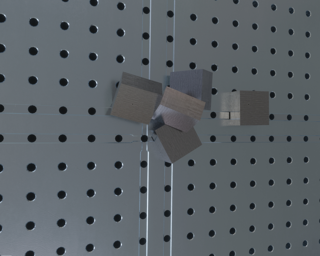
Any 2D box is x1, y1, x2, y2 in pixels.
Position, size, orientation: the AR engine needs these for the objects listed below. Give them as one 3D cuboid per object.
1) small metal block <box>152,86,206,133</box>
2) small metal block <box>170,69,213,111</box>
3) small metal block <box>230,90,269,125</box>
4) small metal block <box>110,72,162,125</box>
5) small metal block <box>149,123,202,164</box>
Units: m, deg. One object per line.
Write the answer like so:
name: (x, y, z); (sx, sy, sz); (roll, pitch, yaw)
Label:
small metal block: (0.021, -0.021, 0.382); (0.050, 0.050, 0.025); (22, 69, -7)
small metal block: (0.040, -0.049, 0.411); (0.025, 0.050, 0.050); (5, 88, -52)
small metal block: (0.133, -0.029, 0.461); (0.050, 0.025, 0.050); (-1, 90, -20)
small metal block: (-0.030, -0.036, 0.384); (0.050, 0.050, 0.025); (15, 40, -14)
small metal block: (0.021, 0.013, 0.420); (0.050, 0.025, 0.050); (-31, 101, -18)
